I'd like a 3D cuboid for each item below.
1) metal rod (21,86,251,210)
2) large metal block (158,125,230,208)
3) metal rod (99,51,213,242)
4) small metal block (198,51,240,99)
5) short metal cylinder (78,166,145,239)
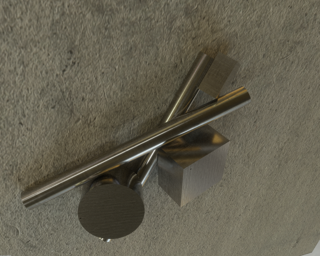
[{"bbox_3d":[-0.026,0.023,0.386,0.301,0.025,0.025,-26,128,-4],"label":"metal rod"},{"bbox_3d":[0.045,0.049,0.428,0.081,0.050,0.079,-27,138,-27],"label":"large metal block"},{"bbox_3d":[-0.011,0.036,0.424,0.025,0.025,0.298,19,109,-36],"label":"metal rod"},{"bbox_3d":[0.077,-0.066,0.393,0.050,0.025,0.050,-61,167,15],"label":"small metal block"},{"bbox_3d":[-0.062,0.094,0.400,0.081,0.050,0.079,-2,110,-6],"label":"short metal cylinder"}]
